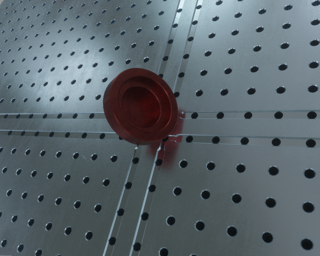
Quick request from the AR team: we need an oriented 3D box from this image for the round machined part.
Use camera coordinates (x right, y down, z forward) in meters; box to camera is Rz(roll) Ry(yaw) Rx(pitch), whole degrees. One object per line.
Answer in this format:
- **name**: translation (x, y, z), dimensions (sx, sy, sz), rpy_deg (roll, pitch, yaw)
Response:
- **round machined part**: translation (-0.028, -0.025, 0.401), dimensions (0.042, 0.099, 0.098), rpy_deg (-27, 44, 52)
